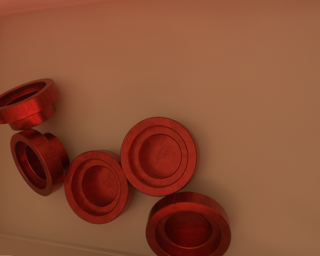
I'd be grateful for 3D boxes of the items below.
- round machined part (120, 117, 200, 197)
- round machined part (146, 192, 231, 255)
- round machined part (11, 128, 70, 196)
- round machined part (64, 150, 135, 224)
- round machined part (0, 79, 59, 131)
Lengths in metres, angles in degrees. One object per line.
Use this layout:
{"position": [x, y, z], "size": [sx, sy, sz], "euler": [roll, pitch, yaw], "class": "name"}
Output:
{"position": [0.003, 0.036, 0.398], "size": [0.098, 0.042, 0.097], "euler": [-1, 86, 16], "class": "round machined part"}
{"position": [0.034, 0.117, 0.376], "size": [0.099, 0.042, 0.097], "euler": [2, 115, 5], "class": "round machined part"}
{"position": [-0.168, 0.045, 0.446], "size": [0.098, 0.042, 0.097], "euler": [20, 124, 33], "class": "round machined part"}
{"position": [-0.079, 0.078, 0.429], "size": [0.098, 0.042, 0.097], "euler": [0, 90, 20], "class": "round machined part"}
{"position": [-0.192, -0.031, 0.449], "size": [0.098, 0.098, 0.042], "euler": [-7, 121, 20], "class": "round machined part"}
